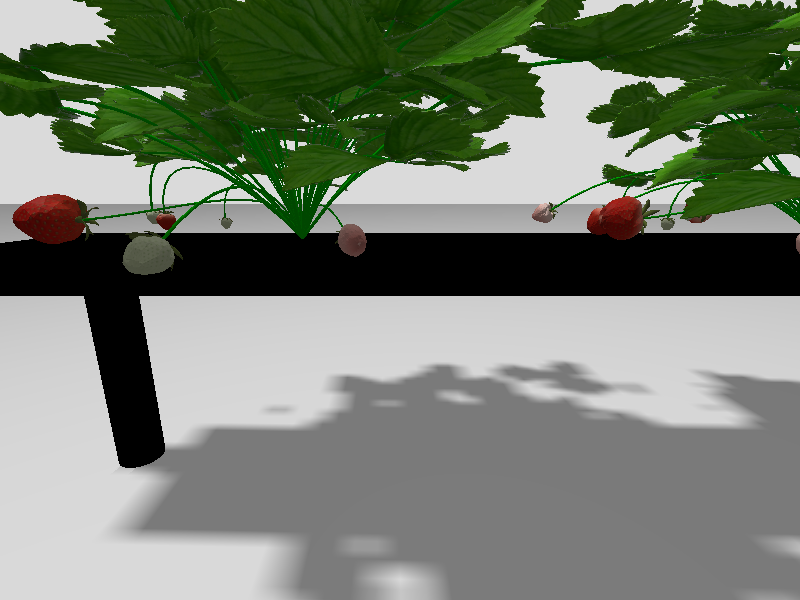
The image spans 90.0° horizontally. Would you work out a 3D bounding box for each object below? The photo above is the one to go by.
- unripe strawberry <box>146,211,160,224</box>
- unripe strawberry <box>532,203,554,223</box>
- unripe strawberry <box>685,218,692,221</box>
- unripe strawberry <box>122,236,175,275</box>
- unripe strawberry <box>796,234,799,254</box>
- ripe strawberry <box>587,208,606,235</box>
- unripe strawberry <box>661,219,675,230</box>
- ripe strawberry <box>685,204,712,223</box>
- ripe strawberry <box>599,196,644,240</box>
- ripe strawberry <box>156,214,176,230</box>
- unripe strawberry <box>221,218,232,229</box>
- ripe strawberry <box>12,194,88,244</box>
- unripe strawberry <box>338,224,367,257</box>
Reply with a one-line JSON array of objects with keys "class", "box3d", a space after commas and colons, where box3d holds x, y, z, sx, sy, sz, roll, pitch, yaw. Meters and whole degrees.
[{"class": "unripe strawberry", "box3d": [-0.282, -0.095, 0.458, 0.013, 0.015, 0.015, 9, 17, 30]}, {"class": "unripe strawberry", "box3d": [0.182, -0.110, 0.511, 0.028, 0.025, 0.026, -15, 1, -45]}, {"class": "unripe strawberry", "box3d": [0.336, -0.098, 0.466, 0.011, 0.011, 0.010, -3, 15, -13]}, {"class": "unripe strawberry", "box3d": [-0.116, -0.019, 0.184, 0.021, 0.019, 0.019, 3, 42, 10]}, {"class": "unripe strawberry", "box3d": [0.214, -0.026, 0.200, 0.021, 0.025, 0.025, -14, 21, -43]}, {"class": "ripe strawberry", "box3d": [0.185, -0.072, 0.371, 0.024, 0.023, 0.022, 37, 17, -2]}, {"class": "unripe strawberry", "box3d": [0.222, -0.063, 0.333, 0.010, 0.010, 0.009, -1, 15, -5]}, {"class": "ripe strawberry", "box3d": [0.388, -0.118, 0.521, 0.032, 0.036, 0.035, 2, 14, 7]}, {"class": "ripe strawberry", "box3d": [0.184, -0.068, 0.335, 0.034, 0.035, 0.031, -1, 15, -2]}, {"class": "ripe strawberry", "box3d": [-0.236, -0.079, 0.405, 0.016, 0.016, 0.018, 6, 16, 21]}, {"class": "unripe strawberry", "box3d": [-0.187, -0.082, 0.430, 0.011, 0.011, 0.011, 12, 19, 39]}, {"class": "ripe strawberry", "box3d": [-0.261, -0.060, 0.299, 0.042, 0.036, 0.042, -4, 16, -14]}, {"class": "unripe strawberry", "box3d": [-0.028, -0.036, 0.243, 0.017, 0.020, 0.019, -8, 22, -27]}]
